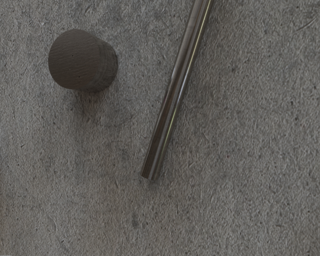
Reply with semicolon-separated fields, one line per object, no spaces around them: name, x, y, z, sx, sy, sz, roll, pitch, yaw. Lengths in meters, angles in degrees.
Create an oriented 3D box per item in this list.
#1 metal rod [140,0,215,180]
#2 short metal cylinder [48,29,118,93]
metal rod;0.029;-0.077;0.398;0.025;0.025;0.298;19;96;19
short metal cylinder;-0.106;-0.091;0.433;0.080;0.050;0.080;0;90;20
